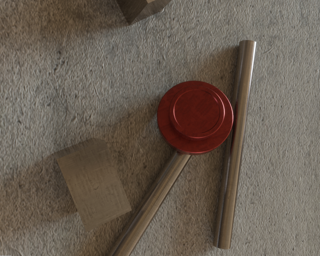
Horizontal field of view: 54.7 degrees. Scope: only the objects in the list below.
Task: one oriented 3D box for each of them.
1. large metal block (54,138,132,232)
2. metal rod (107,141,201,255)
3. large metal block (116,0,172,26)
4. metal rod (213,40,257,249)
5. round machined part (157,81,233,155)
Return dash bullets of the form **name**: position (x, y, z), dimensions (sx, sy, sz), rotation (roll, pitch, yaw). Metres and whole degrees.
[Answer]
- **large metal block**: position (-0.079, 0.058, 0.351), dimensions (0.050, 0.080, 0.080), rotation (-22, 98, -19)
- **metal rod**: position (-0.020, 0.111, 0.402), dimensions (0.025, 0.025, 0.300), rotation (37, 78, -17)
- **large metal block**: position (-0.025, -0.181, 0.371), dimensions (0.050, 0.080, 0.080), rotation (-31, 101, -17)
- **metal rod**: position (0.109, 0.022, 0.450), dimensions (0.025, 0.025, 0.298), rotation (9, 87, -20)
- **round machined part**: position (0.045, -0.016, 0.399), dimensions (0.099, 0.042, 0.098), rotation (0, 76, 0)
